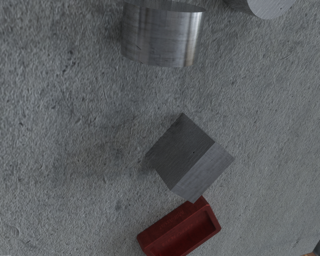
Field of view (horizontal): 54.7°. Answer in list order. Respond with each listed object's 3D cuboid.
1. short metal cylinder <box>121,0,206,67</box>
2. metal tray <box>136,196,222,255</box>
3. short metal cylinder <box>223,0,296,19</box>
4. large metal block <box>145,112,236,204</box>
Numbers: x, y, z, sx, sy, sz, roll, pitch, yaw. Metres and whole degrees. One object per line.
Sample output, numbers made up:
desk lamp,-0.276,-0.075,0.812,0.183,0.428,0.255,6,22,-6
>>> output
short metal cylinder,0.002,-0.098,0.312,0.081,0.080,0.050,-7,122,-25
metal tray,0.036,0.181,0.535,0.130,0.030,0.090,-33,129,-7
short metal cylinder,0.114,-0.169,0.349,0.081,0.050,0.079,-14,124,-21
large metal block,0.038,0.039,0.416,0.080,0.080,0.050,-48,129,6
